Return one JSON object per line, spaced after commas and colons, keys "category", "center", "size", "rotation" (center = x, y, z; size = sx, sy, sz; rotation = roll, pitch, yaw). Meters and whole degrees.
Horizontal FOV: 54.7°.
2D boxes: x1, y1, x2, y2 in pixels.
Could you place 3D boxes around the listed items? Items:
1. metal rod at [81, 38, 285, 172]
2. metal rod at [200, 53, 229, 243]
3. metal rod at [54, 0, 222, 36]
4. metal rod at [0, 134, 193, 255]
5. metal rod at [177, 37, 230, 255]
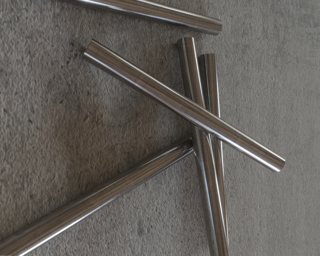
{"category": "metal rod", "center": [0.044, -0.018, 0.389], "size": [0.301, 0.025, 0.025], "rotation": [29, 71, -20]}
{"category": "metal rod", "center": [0.084, 0.039, 0.474], "size": [0.025, 0.025, 0.298], "rotation": [-8, 95, -40]}
{"category": "metal rod", "center": [-0.030, -0.148, 0.378], "size": [0.302, 0.025, 0.025], "rotation": [-3, 92, -40]}
{"category": "metal rod", "center": [-0.050, 0.069, 0.362], "size": [0.302, 0.025, 0.025], "rotation": [-26, 107, -37]}
{"category": "metal rod", "center": [0.057, 0.024, 0.418], "size": [0.025, 0.025, 0.298], "rotation": [-3, 81, -40]}
